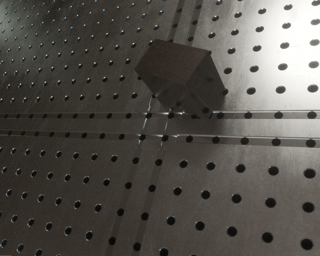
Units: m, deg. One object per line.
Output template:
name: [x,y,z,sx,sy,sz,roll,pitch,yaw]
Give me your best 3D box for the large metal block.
large metal block: [0.027,-0.061,0.395,0.080,0.080,0.050,24,75,36]
